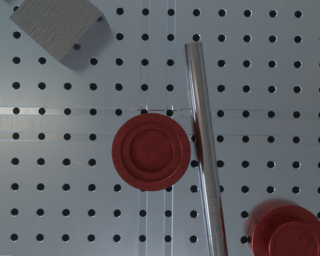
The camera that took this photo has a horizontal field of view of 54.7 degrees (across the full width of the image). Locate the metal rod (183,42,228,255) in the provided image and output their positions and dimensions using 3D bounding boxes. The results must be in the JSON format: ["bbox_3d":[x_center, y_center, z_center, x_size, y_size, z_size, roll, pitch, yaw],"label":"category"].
[{"bbox_3d":[0.062,0.037,0.413,0.025,0.025,0.298,-7,90,0],"label":"metal rod"}]

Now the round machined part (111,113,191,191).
[{"bbox_3d":[-0.011,0.030,0.405,0.099,0.042,0.097,0,90,0],"label":"round machined part"}]

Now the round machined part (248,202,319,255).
[{"bbox_3d":[0.170,0.150,0.406,0.099,0.042,0.097,0,90,0],"label":"round machined part"}]

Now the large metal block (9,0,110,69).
[{"bbox_3d":[-0.126,-0.136,0.400,0.080,0.050,0.080,42,90,0],"label":"large metal block"}]
